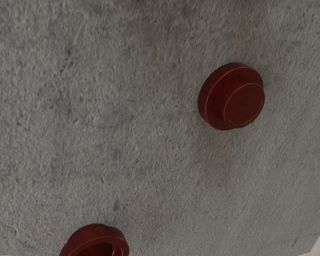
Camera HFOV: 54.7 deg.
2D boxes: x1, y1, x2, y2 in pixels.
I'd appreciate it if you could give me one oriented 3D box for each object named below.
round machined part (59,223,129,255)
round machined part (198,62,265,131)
[{"bbox_3d":[-0.098,0.180,0.455,0.099,0.042,0.097,-14,125,-21],"label":"round machined part"},{"bbox_3d":[0.106,-0.038,0.432,0.099,0.042,0.097,-14,125,-21],"label":"round machined part"}]
